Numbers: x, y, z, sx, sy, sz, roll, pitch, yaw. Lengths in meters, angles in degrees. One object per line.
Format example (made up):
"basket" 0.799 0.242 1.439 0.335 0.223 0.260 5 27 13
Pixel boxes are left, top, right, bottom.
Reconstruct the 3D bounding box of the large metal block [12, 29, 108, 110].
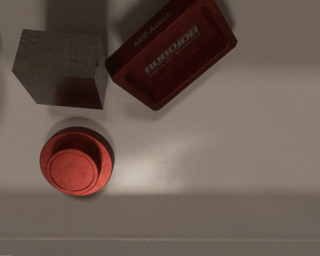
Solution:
"large metal block" -0.106 -0.062 0.350 0.081 0.080 0.050 5 70 -2

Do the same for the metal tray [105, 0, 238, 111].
"metal tray" 0.015 -0.085 0.351 0.130 0.030 0.090 -39 143 13

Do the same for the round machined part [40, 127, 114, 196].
"round machined part" -0.114 0.051 0.419 0.099 0.042 0.097 0 110 -1
